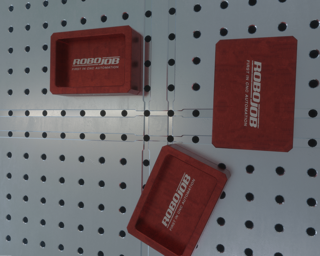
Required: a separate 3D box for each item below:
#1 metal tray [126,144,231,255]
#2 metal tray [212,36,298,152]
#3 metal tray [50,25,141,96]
[{"bbox_3d":[0.023,0.097,0.402,0.090,0.030,0.129,26,99,18],"label":"metal tray"},{"bbox_3d":[0.112,-0.039,0.371,0.090,0.030,0.129,2,91,20],"label":"metal tray"},{"bbox_3d":[-0.094,-0.092,0.443,0.130,0.030,0.090,1,90,20],"label":"metal tray"}]
